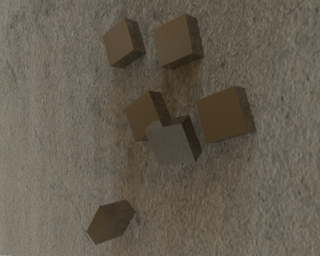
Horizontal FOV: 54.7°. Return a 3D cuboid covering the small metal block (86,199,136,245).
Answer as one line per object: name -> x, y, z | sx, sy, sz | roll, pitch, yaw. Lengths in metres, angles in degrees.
small metal block -> -0.070, 0.134, 0.444 | 0.025, 0.050, 0.050 | 42, 115, 31

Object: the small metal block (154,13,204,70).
small metal block -> 0.023, -0.106, 0.385 | 0.050, 0.025, 0.050 | -15, 80, 38

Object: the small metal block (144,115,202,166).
small metal block -> 0.016, 0.015, 0.372 | 0.050, 0.025, 0.050 | -10, 111, 31

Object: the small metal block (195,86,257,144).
small metal block -> 0.073, -0.013, 0.344 | 0.050, 0.025, 0.050 | -21, 77, 37

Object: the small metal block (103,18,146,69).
small metal block -> -0.052, -0.121, 0.445 | 0.050, 0.025, 0.050 | -25, 75, 37

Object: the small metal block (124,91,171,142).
small metal block -> -0.016, -0.015, 0.416 | 0.050, 0.025, 0.050 | -32, 70, 35
